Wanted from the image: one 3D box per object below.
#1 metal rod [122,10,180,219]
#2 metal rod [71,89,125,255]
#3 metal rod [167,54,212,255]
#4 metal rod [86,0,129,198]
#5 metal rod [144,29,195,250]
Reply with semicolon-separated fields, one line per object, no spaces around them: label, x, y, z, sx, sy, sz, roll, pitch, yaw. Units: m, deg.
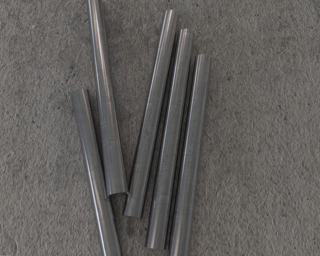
metal rod;-0.008;-0.032;0.419;0.025;0.025;0.299;9;70;3
metal rod;-0.070;0.088;0.375;0.025;0.025;0.299;-14;71;-5
metal rod;0.039;0.040;0.393;0.025;0.025;0.299;9;70;3
metal rod;-0.075;-0.057;0.420;0.025;0.025;0.299;-9;67;-3
metal rod;0.017;0.000;0.408;0.025;0.025;0.299;8;70;3
